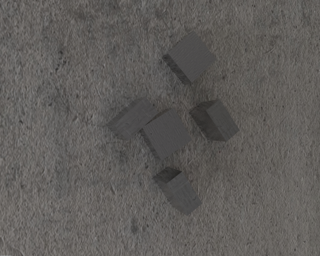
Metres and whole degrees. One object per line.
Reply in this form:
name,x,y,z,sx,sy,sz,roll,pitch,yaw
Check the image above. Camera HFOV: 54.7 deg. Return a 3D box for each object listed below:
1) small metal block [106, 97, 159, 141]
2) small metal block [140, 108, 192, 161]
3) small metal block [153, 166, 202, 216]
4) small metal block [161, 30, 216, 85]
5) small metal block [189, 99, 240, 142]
small metal block,-0.035,-0.011,0.382,0.050,0.050,0.025,-43,104,-15
small metal block,0.006,0.007,0.411,0.050,0.025,0.050,-33,101,-17
small metal block,0.022,0.081,0.404,0.025,0.050,0.050,-35,102,-16
small metal block,0.039,-0.095,0.423,0.050,0.025,0.050,-44,104,-15
small metal block,0.073,-0.010,0.423,0.025,0.050,0.050,-39,103,-16
